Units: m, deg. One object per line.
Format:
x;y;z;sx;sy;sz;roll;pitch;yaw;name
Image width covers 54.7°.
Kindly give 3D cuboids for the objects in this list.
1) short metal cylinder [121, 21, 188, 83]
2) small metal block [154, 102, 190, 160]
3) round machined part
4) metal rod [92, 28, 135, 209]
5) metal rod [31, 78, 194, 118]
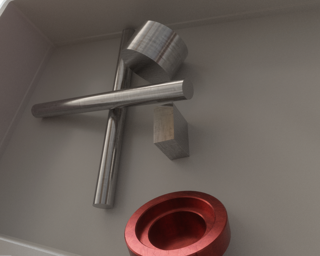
-0.008;-0.103;0.437;0.080;0.080;0.050;21;73;35;short metal cylinder
0.014;0.005;0.378;0.025;0.050;0.050;-14;56;20;small metal block
0.019;0.106;0.299;0.098;0.042;0.098;-12;20;5;round machined part
-0.061;-0.033;0.456;0.025;0.025;0.299;-10;57;23;metal rod
-0.089;-0.037;0.442;0.300;0.025;0.025;-4;60;36;metal rod
